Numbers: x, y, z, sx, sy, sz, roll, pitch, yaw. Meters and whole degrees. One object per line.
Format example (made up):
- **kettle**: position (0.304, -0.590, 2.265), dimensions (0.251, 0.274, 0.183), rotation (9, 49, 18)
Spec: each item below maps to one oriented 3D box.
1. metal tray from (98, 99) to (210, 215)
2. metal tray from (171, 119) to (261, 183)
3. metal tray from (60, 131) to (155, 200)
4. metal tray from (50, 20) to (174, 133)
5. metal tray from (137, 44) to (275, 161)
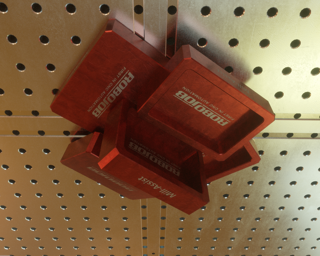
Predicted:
- **metal tray**: position (-0.003, 0.033, 0.357), dimensions (0.130, 0.090, 0.030), rotation (33, 122, -25)
- **metal tray**: position (0.063, 0.036, 0.438), dimensions (0.130, 0.030, 0.090), rotation (-27, 126, 20)
- **metal tray**: position (-0.061, 0.058, 0.433), dimensions (0.130, 0.030, 0.090), rotation (35, 147, -26)
- **metal tray**: position (-0.057, -0.048, 0.365), dimensions (0.090, 0.030, 0.129), rotation (32, 123, -25)
- **metal tray**: position (0.051, -0.022, 0.351), dimensions (0.131, 0.030, 0.090), rotation (29, 124, -23)
